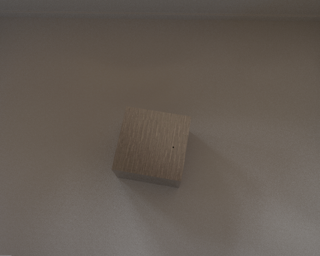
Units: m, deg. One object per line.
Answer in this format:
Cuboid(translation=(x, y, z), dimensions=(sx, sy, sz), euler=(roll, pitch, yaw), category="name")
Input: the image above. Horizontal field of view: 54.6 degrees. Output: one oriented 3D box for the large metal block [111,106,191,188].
Cuboid(translation=(-0.009, 0.025, 0.387), dimensions=(0.080, 0.050, 0.080), euler=(9, 70, 3), category="large metal block")
